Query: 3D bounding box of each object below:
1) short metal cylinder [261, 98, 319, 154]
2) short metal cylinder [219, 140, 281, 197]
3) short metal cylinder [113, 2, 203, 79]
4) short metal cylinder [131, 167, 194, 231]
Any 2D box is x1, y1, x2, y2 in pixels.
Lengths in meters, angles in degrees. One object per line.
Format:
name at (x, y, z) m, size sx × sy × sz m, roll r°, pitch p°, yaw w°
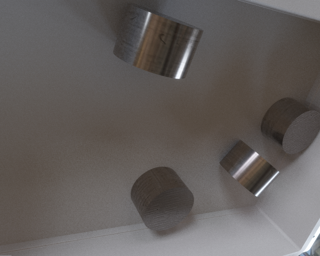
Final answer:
short metal cylinder at (0.216, -0.004, 0.511) m, size 0.081 × 0.050 × 0.079 m, roll -14°, pitch 125°, yaw -21°
short metal cylinder at (0.142, 0.063, 0.493) m, size 0.050 × 0.080 × 0.080 m, roll -50°, pitch 129°, yaw 7°
short metal cylinder at (-0.002, -0.090, 0.318) m, size 0.081 × 0.080 × 0.050 m, roll 7°, pitch 115°, yaw -32°
short metal cylinder at (0.003, 0.105, 0.461) m, size 0.081 × 0.050 × 0.079 m, roll -14°, pitch 125°, yaw -21°
